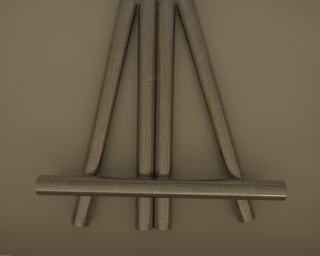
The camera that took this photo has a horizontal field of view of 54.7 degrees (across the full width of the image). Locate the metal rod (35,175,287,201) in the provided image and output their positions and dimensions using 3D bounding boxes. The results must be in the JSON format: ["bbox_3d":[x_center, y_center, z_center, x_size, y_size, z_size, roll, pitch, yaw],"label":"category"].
[{"bbox_3d":[0.002,0.074,0.384,0.302,0.025,0.025,1,90,0],"label":"metal rod"}]

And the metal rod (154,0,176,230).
[{"bbox_3d":[0.006,-0.018,0.410,0.025,0.025,0.298,1,90,0],"label":"metal rod"}]

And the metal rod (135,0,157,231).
[{"bbox_3d":[-0.018,-0.017,0.410,0.025,0.025,0.298,1,90,0],"label":"metal rod"}]

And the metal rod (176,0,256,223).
[{"bbox_3d":[0.074,-0.023,0.411,0.025,0.025,0.298,-16,90,0],"label":"metal rod"}]

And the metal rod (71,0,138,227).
[{"bbox_3d":[-0.073,-0.020,0.410,0.025,0.025,0.298,12,90,0],"label":"metal rod"}]
